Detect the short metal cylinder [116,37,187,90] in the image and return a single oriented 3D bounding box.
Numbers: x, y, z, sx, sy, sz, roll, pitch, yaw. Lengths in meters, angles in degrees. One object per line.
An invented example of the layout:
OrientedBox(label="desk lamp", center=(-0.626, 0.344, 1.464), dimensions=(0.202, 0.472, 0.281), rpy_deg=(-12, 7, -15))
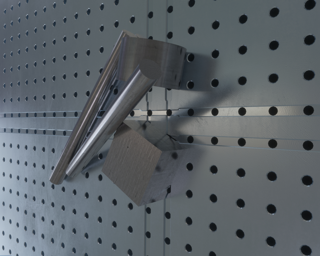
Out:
OrientedBox(label="short metal cylinder", center=(-0.011, -0.078, 0.382), dimensions=(0.080, 0.081, 0.050), rpy_deg=(16, 100, 39))

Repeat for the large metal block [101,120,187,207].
OrientedBox(label="large metal block", center=(-0.023, 0.043, 0.412), dimensions=(0.080, 0.050, 0.079), rpy_deg=(35, 112, 34))

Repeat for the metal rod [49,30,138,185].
OrientedBox(label="metal rod", center=(-0.116, -0.020, 0.504), dimensions=(0.025, 0.025, 0.298), rpy_deg=(47, 118, 29))

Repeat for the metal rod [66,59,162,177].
OrientedBox(label="metal rod", center=(-0.080, 0.008, 0.422), dimensions=(0.299, 0.025, 0.025), rpy_deg=(-43, 63, 50))
